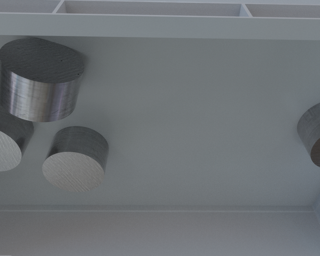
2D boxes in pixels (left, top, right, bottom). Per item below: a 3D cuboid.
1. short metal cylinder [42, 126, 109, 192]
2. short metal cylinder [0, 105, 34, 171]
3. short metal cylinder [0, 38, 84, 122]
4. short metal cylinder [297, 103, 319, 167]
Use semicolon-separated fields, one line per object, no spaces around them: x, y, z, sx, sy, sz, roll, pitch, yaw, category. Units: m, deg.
-0.114;0.044;0.428;0.081;0.050;0.079;0;130;0;short metal cylinder
-0.212;0.011;0.399;0.081;0.050;0.079;0;130;0;short metal cylinder
-0.126;-0.051;0.327;0.081;0.080;0.050;15;128;-13;short metal cylinder
0.229;0.009;0.404;0.081;0.050;0.079;0;130;0;short metal cylinder
